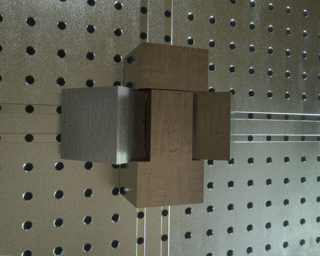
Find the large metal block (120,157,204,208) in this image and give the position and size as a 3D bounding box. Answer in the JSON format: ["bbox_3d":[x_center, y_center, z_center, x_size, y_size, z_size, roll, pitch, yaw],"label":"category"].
[{"bbox_3d":[-0.001,0.061,0.383,0.081,0.080,0.050,1,90,-20],"label":"large metal block"}]

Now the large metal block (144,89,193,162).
[{"bbox_3d":[0.000,-0.002,0.383,0.050,0.080,0.079,1,90,-20],"label":"large metal block"}]

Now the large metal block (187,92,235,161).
[{"bbox_3d":[0.069,-0.002,0.401,0.050,0.080,0.079,1,89,17],"label":"large metal block"}]

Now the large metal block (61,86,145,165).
[{"bbox_3d":[-0.065,-0.004,0.353,0.050,0.080,0.079,0,91,-60],"label":"large metal block"}]

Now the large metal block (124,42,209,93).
[{"bbox_3d":[0.005,-0.068,0.385,0.081,0.080,0.050,1,90,-20],"label":"large metal block"}]
